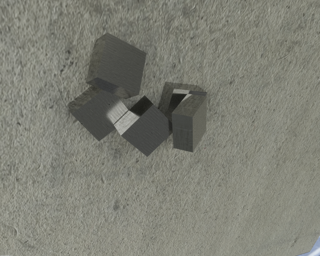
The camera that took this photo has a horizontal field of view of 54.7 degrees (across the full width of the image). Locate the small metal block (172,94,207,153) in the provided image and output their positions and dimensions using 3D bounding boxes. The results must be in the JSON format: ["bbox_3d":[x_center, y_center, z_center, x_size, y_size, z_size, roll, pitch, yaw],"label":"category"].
[{"bbox_3d":[0.037,-0.007,0.377,0.050,0.025,0.050,-51,145,-48],"label":"small metal block"}]

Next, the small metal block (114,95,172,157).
[{"bbox_3d":[-0.016,-0.002,0.366,0.050,0.025,0.050,-44,130,2],"label":"small metal block"}]

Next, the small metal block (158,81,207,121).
[{"bbox_3d":[0.027,-0.031,0.406,0.050,0.025,0.050,2,118,-30],"label":"small metal block"}]

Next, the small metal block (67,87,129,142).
[{"bbox_3d":[-0.069,-0.021,0.358,0.050,0.025,0.050,-38,130,-3],"label":"small metal block"}]

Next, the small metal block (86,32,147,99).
[{"bbox_3d":[-0.046,-0.064,0.330,0.050,0.025,0.050,20,71,-36],"label":"small metal block"}]
